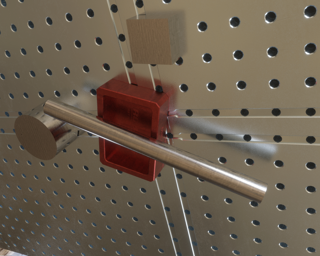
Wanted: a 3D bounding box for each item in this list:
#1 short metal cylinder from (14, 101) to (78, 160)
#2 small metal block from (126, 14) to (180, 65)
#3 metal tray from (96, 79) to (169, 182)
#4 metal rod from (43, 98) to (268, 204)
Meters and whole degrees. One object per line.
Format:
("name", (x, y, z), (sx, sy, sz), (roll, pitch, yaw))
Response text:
("short metal cylinder", (-0.179, 0.004, 0.489), (0.080, 0.050, 0.079), (13, 124, 20))
("small metal block", (-0.007, -0.100, 0.351), (0.050, 0.025, 0.050), (7, 122, 24))
("metal tray", (-0.039, 0.006, 0.430), (0.090, 0.030, 0.129), (17, 125, 18))
("metal rod", (-0.017, 0.023, 0.393), (0.301, 0.025, 0.025), (21, 126, 14))
